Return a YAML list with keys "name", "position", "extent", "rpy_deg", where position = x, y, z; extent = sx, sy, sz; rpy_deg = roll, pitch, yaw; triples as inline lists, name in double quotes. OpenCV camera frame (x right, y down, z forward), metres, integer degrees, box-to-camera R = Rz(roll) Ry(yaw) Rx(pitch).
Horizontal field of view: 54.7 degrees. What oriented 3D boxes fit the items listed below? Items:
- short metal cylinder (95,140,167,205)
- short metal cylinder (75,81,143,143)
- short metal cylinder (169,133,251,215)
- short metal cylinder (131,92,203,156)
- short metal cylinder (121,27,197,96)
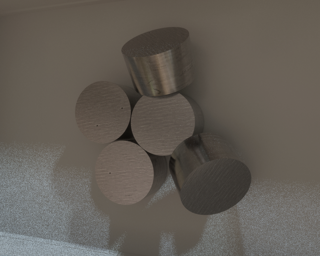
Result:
- name: "short metal cylinder"
  position: [-0.037, 0.055, 0.407]
  extent: [0.080, 0.050, 0.079]
  rpy_deg: [0, 90, 19]
- name: "short metal cylinder"
  position: [-0.065, -0.020, 0.417]
  extent: [0.080, 0.050, 0.079]
  rpy_deg: [0, 90, 19]
- name: "short metal cylinder"
  position: [0.055, 0.052, 0.354]
  extent: [0.081, 0.050, 0.079]
  rpy_deg: [-7, 122, -11]
- name: "short metal cylinder"
  position: [0.011, -0.007, 0.391]
  extent: [0.080, 0.050, 0.079]
  rpy_deg: [0, 90, 19]
- name: "short metal cylinder"
  position: [0.000, -0.081, 0.371]
  extent: [0.080, 0.080, 0.050]
  rpy_deg: [-3, 127, 19]
